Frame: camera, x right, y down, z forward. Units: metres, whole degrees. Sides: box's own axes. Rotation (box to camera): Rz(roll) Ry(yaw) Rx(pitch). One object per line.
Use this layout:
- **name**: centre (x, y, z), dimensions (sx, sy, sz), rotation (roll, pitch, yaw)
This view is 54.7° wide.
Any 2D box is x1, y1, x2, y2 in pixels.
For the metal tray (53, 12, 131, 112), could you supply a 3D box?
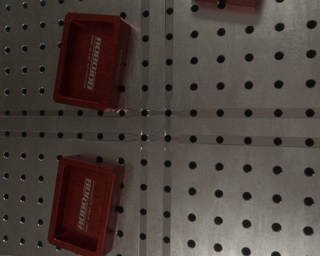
- **metal tray**: centre (-0.098, -0.093, 0.443), dimensions (0.090, 0.030, 0.129), rotation (11, 94, 19)

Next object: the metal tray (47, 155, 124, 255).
- **metal tray**: centre (-0.107, 0.111, 0.446), dimensions (0.090, 0.030, 0.129), rotation (11, 93, 19)

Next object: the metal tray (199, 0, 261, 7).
- **metal tray**: centre (0.091, -0.222, 0.377), dimensions (0.090, 0.030, 0.129), rotation (15, 95, 19)
